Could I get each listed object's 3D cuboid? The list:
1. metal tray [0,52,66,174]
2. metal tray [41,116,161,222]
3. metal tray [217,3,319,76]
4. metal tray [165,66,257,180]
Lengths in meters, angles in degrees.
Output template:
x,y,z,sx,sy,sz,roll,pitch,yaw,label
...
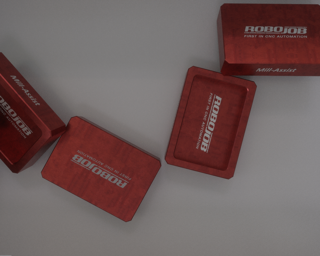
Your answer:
x,y,z,sx,sy,sz,roll,pitch,yaw,label
-0.192,-0.018,0.389,0.090,0.030,0.130,-42,90,24,metal tray
-0.075,0.052,0.408,0.130,0.030,0.090,28,90,0,metal tray
0.142,-0.113,0.394,0.131,0.030,0.090,0,69,0,metal tray
0.065,-0.007,0.409,0.090,0.030,0.129,15,90,0,metal tray
